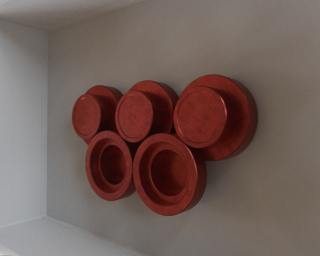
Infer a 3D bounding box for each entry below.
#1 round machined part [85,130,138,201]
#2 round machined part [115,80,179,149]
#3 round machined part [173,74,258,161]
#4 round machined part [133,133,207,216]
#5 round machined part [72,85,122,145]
[{"bbox_3d":[-0.060,0.052,0.443,0.098,0.042,0.097,0,90,40],"label":"round machined part"},{"bbox_3d":[-0.021,-0.015,0.411,0.098,0.042,0.097,-1,89,40],"label":"round machined part"},{"bbox_3d":[0.054,-0.011,0.348,0.098,0.042,0.097,-1,89,40],"label":"round machined part"},{"bbox_3d":[0.016,0.054,0.380,0.098,0.042,0.097,0,90,40],"label":"round machined part"},{"bbox_3d":[-0.097,-0.017,0.472,0.098,0.042,0.097,-1,88,39],"label":"round machined part"}]
